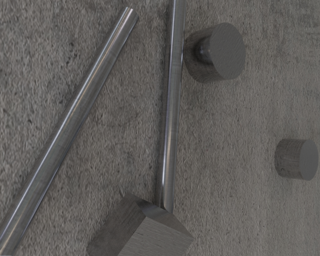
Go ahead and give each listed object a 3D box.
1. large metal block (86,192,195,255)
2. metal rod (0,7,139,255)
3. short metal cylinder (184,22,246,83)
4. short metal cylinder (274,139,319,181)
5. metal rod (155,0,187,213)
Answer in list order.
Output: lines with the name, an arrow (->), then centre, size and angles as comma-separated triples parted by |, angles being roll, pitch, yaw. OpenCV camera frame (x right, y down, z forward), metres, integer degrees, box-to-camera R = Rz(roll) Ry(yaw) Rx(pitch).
large metal block -> -0.022, 0.132, 0.353 | 0.080, 0.050, 0.080 | 36, 90, -34
metal rod -> -0.093, -0.006, 0.326 | 0.025, 0.025, 0.300 | 37, 68, -34
short metal cylinder -> 0.081, -0.109, 0.456 | 0.081, 0.050, 0.079 | 0, 90, -40
short metal cylinder -> 0.273, 0.062, 0.617 | 0.081, 0.050, 0.079 | 0, 90, -40
metal rod -> 0.014, -0.025, 0.416 | 0.025, 0.025, 0.298 | 6, 86, -40
